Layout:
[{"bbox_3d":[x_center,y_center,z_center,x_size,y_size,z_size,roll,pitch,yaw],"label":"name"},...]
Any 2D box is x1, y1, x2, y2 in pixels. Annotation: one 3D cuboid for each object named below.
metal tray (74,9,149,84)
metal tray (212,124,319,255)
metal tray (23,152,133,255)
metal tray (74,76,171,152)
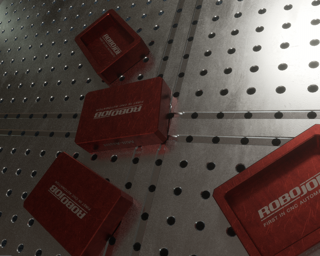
[{"bbox_3d":[-0.087,-0.144,0.536,0.090,0.030,0.130,-38,51,2],"label":"metal tray"},{"bbox_3d":[0.129,0.066,0.296,0.130,0.030,0.090,-34,52,5],"label":"metal tray"},{"bbox_3d":[-0.109,0.096,0.401,0.130,0.030,0.090,25,75,36],"label":"metal tray"},{"bbox_3d":[-0.053,-0.018,0.442,0.130,0.030,0.090,-8,58,23],"label":"metal tray"}]
